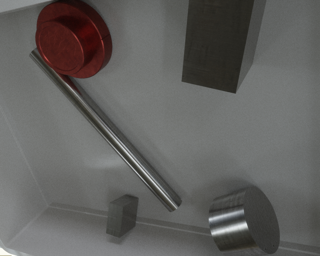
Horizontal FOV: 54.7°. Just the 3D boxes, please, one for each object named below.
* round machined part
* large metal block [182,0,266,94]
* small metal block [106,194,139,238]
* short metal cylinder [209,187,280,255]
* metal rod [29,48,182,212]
[{"bbox_3d":[-0.113,-0.105,0.384,0.098,0.042,0.097,14,129,18],"label":"round machined part"},{"bbox_3d":[0.061,-0.088,0.286,0.050,0.080,0.079,16,125,19],"label":"large metal block"},{"bbox_3d":[-0.060,0.140,0.498,0.025,0.050,0.050,10,97,23],"label":"small metal block"},{"bbox_3d":[0.107,0.120,0.390,0.050,0.080,0.080,-29,103,37],"label":"short metal cylinder"},{"bbox_3d":[-0.074,0.005,0.448,0.300,0.025,0.025,49,128,-7],"label":"metal rod"}]
